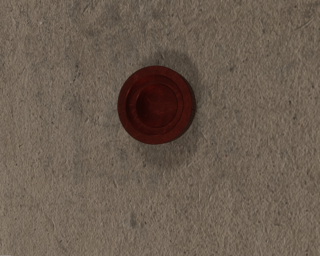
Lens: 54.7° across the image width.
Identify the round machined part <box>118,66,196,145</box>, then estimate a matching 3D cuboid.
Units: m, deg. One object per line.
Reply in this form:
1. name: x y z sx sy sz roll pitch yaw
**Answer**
1. round machined part: -0.001 -0.028 0.400 0.098 0.042 0.097 0 90 19
